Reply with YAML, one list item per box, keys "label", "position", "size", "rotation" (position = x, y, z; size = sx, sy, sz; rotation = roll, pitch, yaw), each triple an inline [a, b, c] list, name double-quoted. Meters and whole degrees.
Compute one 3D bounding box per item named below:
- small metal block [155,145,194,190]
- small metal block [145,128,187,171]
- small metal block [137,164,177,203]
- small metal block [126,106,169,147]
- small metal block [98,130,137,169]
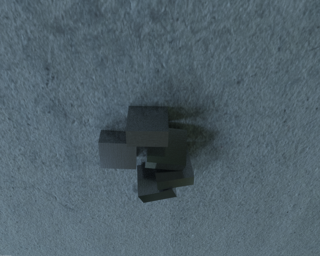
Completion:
- label: "small metal block"
  position: [0.018, 0.055, 0.431]
  size: [0.050, 0.050, 0.025]
  rotation: [-8, 145, -3]
- label: "small metal block"
  position: [0.008, 0.027, 0.411]
  size: [0.050, 0.050, 0.025]
  rotation: [6, 155, -6]
- label: "small metal block"
  position: [-0.005, 0.077, 0.454]
  size: [0.050, 0.050, 0.025]
  rotation: [-13, 143, 10]
- label: "small metal block"
  position: [-0.015, -0.003, 0.388]
  size: [0.050, 0.050, 0.025]
  rotation: [1, 130, -1]
- label: "small metal block"
  position: [-0.058, 0.031, 0.433]
  size: [0.050, 0.025, 0.050]
  rotation: [2, 130, -3]
